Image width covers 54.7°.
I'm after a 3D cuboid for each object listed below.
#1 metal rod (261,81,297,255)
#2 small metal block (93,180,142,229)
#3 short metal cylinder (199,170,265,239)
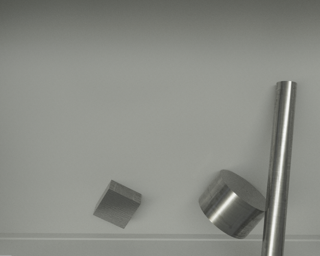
[{"bbox_3d":[0.143,0.090,0.379,0.025,0.025,0.298,8,84,-3],"label":"metal rod"},{"bbox_3d":[-0.062,0.111,0.452,0.050,0.025,0.050,29,107,-11],"label":"small metal block"},{"bbox_3d":[0.100,0.102,0.421,0.080,0.080,0.050,30,107,-11],"label":"short metal cylinder"}]
